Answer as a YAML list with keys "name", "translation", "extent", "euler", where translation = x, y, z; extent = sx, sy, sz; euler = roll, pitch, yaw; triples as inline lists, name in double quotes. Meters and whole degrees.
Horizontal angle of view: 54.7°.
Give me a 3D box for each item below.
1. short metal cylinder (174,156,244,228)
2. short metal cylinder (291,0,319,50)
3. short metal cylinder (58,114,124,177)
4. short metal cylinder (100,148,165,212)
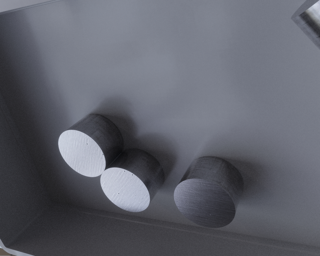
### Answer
- name: "short metal cylinder"
  translation: [0.065, 0.084, 0.409]
  extent: [0.080, 0.050, 0.079]
  euler: [13, 124, 20]
- name: "short metal cylinder"
  translation: [0.151, -0.095, 0.235]
  extent: [0.050, 0.080, 0.080]
  euler: [46, 129, -4]
- name: "short metal cylinder"
  translation: [-0.101, 0.025, 0.460]
  extent: [0.080, 0.050, 0.079]
  euler: [13, 124, 20]
- name: "short metal cylinder"
  translation: [-0.040, 0.077, 0.460]
  extent: [0.080, 0.050, 0.079]
  euler: [13, 124, 20]
